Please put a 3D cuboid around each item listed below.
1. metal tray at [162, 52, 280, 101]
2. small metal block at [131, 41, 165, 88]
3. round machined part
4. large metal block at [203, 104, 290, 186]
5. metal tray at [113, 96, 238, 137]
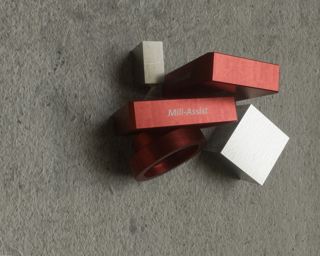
[{"bbox_3d":[0.067,-0.055,0.379,0.091,0.130,0.030,6,86,-20],"label":"metal tray"},{"bbox_3d":[-0.016,-0.078,0.391,0.025,0.050,0.050,-4,92,-20],"label":"small metal block"},{"bbox_3d":[0.005,0.023,0.380,0.099,0.098,0.042,-23,71,-19],"label":"round machined part"},{"bbox_3d":[0.122,0.023,0.443,0.080,0.050,0.080,38,78,-17],"label":"large metal block"},{"bbox_3d":[0.016,-0.013,0.379,0.131,0.090,0.030,-5,86,-20],"label":"metal tray"}]
